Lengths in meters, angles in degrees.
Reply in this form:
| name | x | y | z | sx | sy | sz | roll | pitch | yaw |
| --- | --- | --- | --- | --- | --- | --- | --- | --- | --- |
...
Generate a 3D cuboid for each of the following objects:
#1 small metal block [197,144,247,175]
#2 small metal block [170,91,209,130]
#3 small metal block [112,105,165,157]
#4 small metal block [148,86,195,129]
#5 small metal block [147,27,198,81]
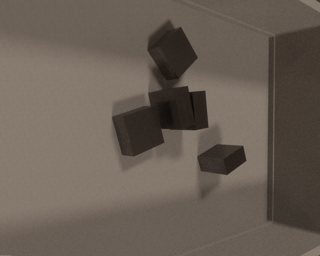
| name | x | y | z | sx | sy | sz | roll | pitch | yaw |
| --- | --- | --- | --- | --- | --- | --- | --- | --- | --- |
| small metal block | 0.094 | 0.047 | 0.472 | 0.050 | 0.050 | 0.025 | -25 | 107 | -37 |
| small metal block | 0.037 | -0.024 | 0.424 | 0.025 | 0.050 | 0.050 | -10 | 97 | -40 |
| small metal block | -0.026 | 0.003 | 0.386 | 0.050 | 0.025 | 0.050 | -23 | 105 | -38 |
| small metal block | 0.015 | -0.026 | 0.405 | 0.025 | 0.050 | 0.050 | -20 | 103 | -39 |
| small metal block | 0.018 | -0.101 | 0.424 | 0.050 | 0.025 | 0.050 | -50 | 120 | -29 |
